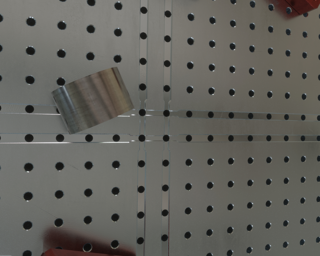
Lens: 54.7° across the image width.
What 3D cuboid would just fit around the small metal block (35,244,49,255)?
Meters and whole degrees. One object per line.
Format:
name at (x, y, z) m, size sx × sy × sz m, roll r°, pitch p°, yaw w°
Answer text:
small metal block at (-0.132, 0.176, 0.365) m, size 0.050 × 0.025 × 0.050 m, roll 37°, pitch 78°, yaw -17°

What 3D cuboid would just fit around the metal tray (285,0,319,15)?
metal tray at (0.212, -0.257, 0.489) m, size 0.130 × 0.030 × 0.090 m, roll 34°, pitch 79°, yaw -17°

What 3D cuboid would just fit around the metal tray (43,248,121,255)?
metal tray at (-0.082, 0.195, 0.359) m, size 0.131 × 0.030 × 0.090 m, roll 23°, pitch 86°, yaw -34°

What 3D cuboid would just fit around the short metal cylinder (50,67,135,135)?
short metal cylinder at (-0.076, -0.032, 0.356) m, size 0.081 × 0.080 × 0.050 m, roll -25°, pitch 99°, yaw -19°
